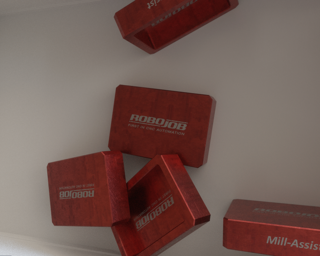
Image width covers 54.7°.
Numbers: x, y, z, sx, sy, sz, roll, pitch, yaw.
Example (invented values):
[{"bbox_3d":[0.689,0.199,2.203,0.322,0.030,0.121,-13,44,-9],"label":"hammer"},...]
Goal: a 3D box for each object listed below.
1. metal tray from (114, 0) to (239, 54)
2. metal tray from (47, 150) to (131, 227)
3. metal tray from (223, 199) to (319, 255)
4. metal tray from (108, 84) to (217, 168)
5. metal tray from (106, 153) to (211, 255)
[{"bbox_3d":[0.023,-0.140,0.367,0.130,0.090,0.030,-25,82,18],"label":"metal tray"},{"bbox_3d":[-0.101,0.083,0.416,0.130,0.030,0.090,-14,81,38],"label":"metal tray"},{"bbox_3d":[0.138,0.105,0.327,0.130,0.090,0.030,1,91,19],"label":"metal tray"},{"bbox_3d":[0.001,-0.005,0.407,0.130,0.030,0.089,9,93,19],"label":"metal tray"},{"bbox_3d":[-0.010,0.102,0.378,0.129,0.030,0.090,-45,59,31],"label":"metal tray"}]
